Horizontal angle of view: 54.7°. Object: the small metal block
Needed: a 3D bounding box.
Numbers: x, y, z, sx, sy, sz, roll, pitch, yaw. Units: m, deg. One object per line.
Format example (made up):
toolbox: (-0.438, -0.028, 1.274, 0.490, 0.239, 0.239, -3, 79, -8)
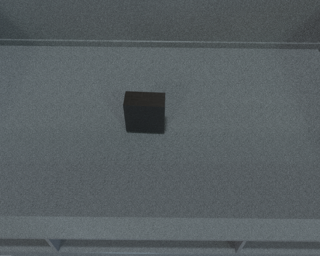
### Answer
small metal block: (-0.019, -0.020, 0.401, 0.050, 0.050, 0.025, 2, 50, 2)
